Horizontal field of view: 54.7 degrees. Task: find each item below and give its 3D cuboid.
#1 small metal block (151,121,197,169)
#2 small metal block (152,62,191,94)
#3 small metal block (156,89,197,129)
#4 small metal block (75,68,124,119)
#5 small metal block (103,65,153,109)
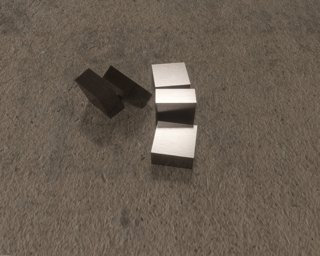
[{"bbox_3d":[0.018,0.021,0.386,0.050,0.025,0.050,7,50,5],"label":"small metal block"},{"bbox_3d":[0.015,-0.071,0.463,0.050,0.025,0.050,-5,50,-5],"label":"small metal block"},{"bbox_3d":[0.020,-0.025,0.408,0.050,0.050,0.025,0,50,-1],"label":"small metal block"},{"bbox_3d":[-0.082,-0.047,0.422,0.050,0.050,0.025,38,74,27],"label":"small metal block"},{"bbox_3d":[-0.046,-0.056,0.430,0.050,0.050,0.025,37,95,27],"label":"small metal block"}]
